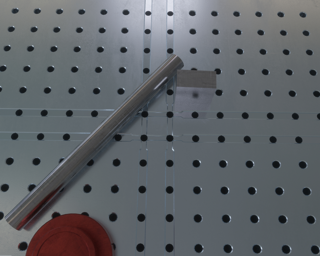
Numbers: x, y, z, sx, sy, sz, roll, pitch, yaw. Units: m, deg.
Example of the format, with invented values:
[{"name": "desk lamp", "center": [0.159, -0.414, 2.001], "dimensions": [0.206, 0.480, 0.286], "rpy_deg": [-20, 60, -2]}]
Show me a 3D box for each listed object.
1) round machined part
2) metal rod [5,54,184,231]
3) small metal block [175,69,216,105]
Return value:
[{"name": "round machined part", "center": [-0.103, 0.146, 0.348], "dimensions": [0.099, 0.042, 0.098], "rpy_deg": [0, 70, 0]}, {"name": "metal rod", "center": [-0.075, 0.008, 0.407], "dimensions": [0.025, 0.025, 0.301], "rpy_deg": [40, 74, 13]}, {"name": "small metal block", "center": [0.047, -0.054, 0.419], "dimensions": [0.050, 0.050, 0.025], "rpy_deg": [3, 70, 1]}]
